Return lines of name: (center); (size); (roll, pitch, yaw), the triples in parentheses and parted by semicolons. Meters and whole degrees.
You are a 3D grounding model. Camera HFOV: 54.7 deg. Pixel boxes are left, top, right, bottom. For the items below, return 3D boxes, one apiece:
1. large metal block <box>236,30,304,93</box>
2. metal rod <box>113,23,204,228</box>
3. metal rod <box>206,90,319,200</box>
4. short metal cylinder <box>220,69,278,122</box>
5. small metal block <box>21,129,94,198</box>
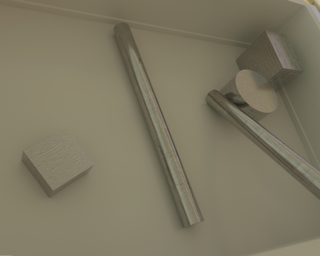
large metal block: (0.189, -0.110, 0.542); (0.050, 0.080, 0.080); (1, 61, -28)
metal rod: (-0.009, -0.019, 0.413); (0.025, 0.025, 0.299); (-7, 65, -32)
metal rod: (0.153, 0.034, 0.382); (0.025, 0.025, 0.300); (-6, 37, -31)
short metal cylinder: (0.139, -0.046, 0.495); (0.081, 0.050, 0.080); (14, 56, -21)
small metal block: (-0.107, 0.036, 0.326); (0.050, 0.025, 0.050); (-34, 81, -38)
